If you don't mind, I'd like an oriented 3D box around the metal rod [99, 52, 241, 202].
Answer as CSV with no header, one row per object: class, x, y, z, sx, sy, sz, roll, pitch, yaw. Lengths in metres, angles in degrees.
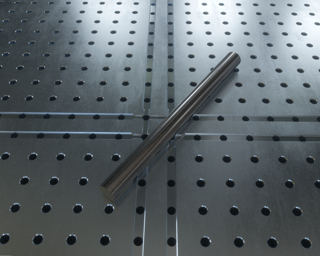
metal rod,0.030,-0.019,0.424,0.025,0.025,0.301,29,56,22
